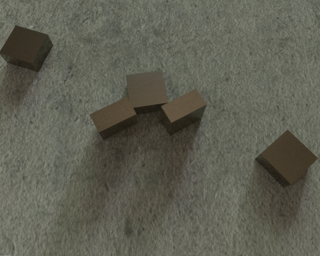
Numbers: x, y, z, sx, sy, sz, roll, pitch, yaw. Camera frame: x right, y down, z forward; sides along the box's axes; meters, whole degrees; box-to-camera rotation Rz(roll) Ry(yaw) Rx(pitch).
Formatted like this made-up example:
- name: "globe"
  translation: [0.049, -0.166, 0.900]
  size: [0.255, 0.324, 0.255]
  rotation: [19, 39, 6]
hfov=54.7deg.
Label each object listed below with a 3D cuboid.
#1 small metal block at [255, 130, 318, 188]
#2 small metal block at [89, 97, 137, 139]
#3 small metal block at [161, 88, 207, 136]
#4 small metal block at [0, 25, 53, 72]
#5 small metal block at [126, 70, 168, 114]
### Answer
- name: "small metal block"
  translation: [0.161, 0.039, 0.396]
  size: [0.050, 0.025, 0.050]
  rotation: [-39, 75, -13]
- name: "small metal block"
  translation: [-0.058, -0.011, 0.397]
  size: [0.050, 0.050, 0.025]
  rotation: [-27, 81, -9]
- name: "small metal block"
  translation: [0.029, -0.019, 0.402]
  size: [0.050, 0.050, 0.025]
  rotation: [-28, 73, -10]
- name: "small metal block"
  translation: [-0.192, -0.115, 0.448]
  size: [0.050, 0.025, 0.050]
  rotation: [18, 71, 6]
- name: "small metal block"
  translation: [-0.018, -0.048, 0.426]
  size: [0.050, 0.025, 0.050]
  rotation: [-9, 70, -4]
